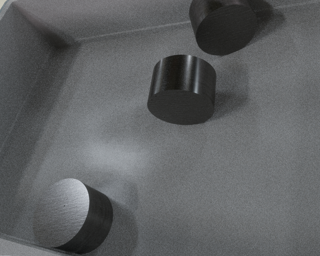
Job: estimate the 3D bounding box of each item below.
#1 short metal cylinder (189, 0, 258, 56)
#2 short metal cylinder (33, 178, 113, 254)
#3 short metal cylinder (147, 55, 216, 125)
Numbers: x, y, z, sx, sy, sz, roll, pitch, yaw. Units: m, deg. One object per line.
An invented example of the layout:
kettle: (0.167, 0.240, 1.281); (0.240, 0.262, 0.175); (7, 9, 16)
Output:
short metal cylinder: (0.083, -0.145, 0.416); (0.080, 0.080, 0.050); (-20, 54, 16)
short metal cylinder: (-0.105, 0.108, 0.379); (0.080, 0.050, 0.080); (-13, 56, 21)
short metal cylinder: (0.028, -0.045, 0.383); (0.080, 0.080, 0.050); (-6, 59, 25)
